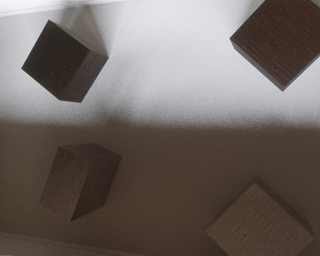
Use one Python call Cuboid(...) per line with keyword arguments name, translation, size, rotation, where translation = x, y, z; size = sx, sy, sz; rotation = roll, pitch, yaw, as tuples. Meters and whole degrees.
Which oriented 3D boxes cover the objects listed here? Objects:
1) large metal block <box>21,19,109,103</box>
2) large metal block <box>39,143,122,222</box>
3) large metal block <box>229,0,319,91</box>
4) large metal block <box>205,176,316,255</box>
Cuboid(name="large metal block", translation=(-0.135, -0.093, 0.443), size=(0.080, 0.050, 0.080), rotation=(38, 102, 15))
Cuboid(name="large metal block", translation=(-0.104, 0.068, 0.416), size=(0.050, 0.080, 0.080), rotation=(23, 98, 18))
Cuboid(name="large metal block", translation=(0.139, -0.099, 0.348), size=(0.080, 0.050, 0.080), rotation=(-47, 76, 14))
Cuboid(name="large metal block", translation=(0.113, 0.115, 0.357), size=(0.080, 0.050, 0.080), rotation=(44, 103, 14))
